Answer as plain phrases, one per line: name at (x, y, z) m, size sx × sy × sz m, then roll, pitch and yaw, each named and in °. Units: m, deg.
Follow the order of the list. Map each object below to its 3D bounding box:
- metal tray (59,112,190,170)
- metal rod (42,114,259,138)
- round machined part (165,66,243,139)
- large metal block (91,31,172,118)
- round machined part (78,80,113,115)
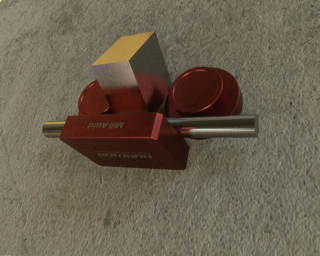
metal tray at (-0.041, 0.018, 0.372) m, size 0.130 × 0.090 × 0.030 m, roll -1°, pitch 62°, yaw 27°
metal rod at (-0.032, 0.000, 0.394) m, size 0.300 × 0.025 × 0.025 m, roll -1°, pitch 61°, yaw 27°
round machined part at (0.050, -0.038, 0.389) m, size 0.098 × 0.042 × 0.098 m, roll -13°, pitch 56°, yaw 20°
large metal block at (-0.030, -0.064, 0.390) m, size 0.050 × 0.080 × 0.080 m, roll -2°, pitch 37°, yaw 26°
round machined part at (-0.080, -0.036, 0.454) m, size 0.098 × 0.042 × 0.098 m, roll -13°, pitch 56°, yaw 20°
